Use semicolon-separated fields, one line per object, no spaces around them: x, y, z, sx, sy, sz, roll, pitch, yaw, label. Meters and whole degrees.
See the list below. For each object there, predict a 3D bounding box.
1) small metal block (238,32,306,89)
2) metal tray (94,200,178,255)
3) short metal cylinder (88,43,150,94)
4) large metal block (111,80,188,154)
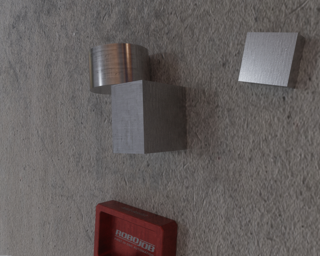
0.112;-0.068;0.312;0.050;0.025;0.050;15;99;39;small metal block
-0.039;0.161;0.433;0.130;0.030;0.089;6;94;39;metal tray
-0.054;-0.076;0.414;0.080;0.081;0.050;-6;86;40;short metal cylinder
-0.011;-0.011;0.378;0.050;0.081;0.080;-3;88;40;large metal block
